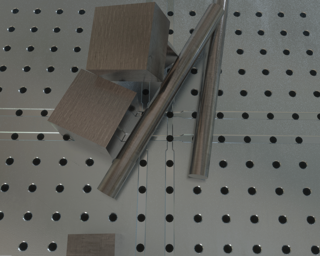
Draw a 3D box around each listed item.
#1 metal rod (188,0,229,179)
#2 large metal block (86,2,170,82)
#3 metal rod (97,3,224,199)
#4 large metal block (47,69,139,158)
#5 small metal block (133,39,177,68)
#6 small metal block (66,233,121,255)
[{"bbox_3d":[0.073,-0.077,0.440,0.025,0.025,0.299,9,70,3],"label":"metal rod"},{"bbox_3d":[-0.038,-0.103,0.385,0.080,0.050,0.080,4,83,22],"label":"large metal block"},{"bbox_3d":[0.007,-0.045,0.414,0.025,0.025,0.300,28,77,10],"label":"metal rod"},{"bbox_3d":[-0.083,-0.018,0.404,0.080,0.050,0.080,24,72,8],"label":"large metal block"},{"bbox_3d":[-0.007,-0.100,0.426,0.050,0.050,0.025,-32,72,14],"label":"small metal block"},{"bbox_3d":[-0.073,0.133,0.349,0.050,0.050,0.025,-1,70,0],"label":"small metal block"}]
